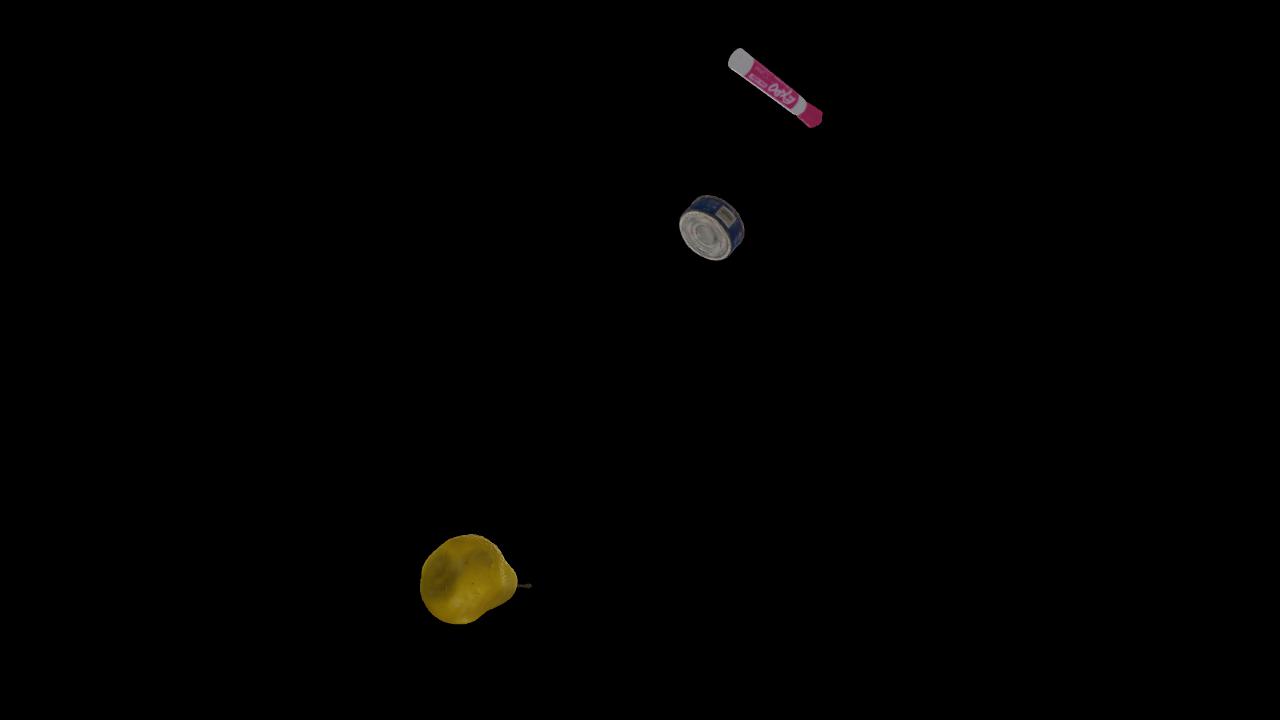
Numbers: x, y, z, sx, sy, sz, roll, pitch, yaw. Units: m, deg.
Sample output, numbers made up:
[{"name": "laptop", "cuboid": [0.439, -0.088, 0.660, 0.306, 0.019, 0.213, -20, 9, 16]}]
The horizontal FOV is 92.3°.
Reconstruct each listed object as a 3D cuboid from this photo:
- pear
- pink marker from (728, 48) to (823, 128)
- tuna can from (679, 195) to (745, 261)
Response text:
[{"name": "pear", "cuboid": [-0.152, 0.211, 0.584, 0.080, 0.080, 0.111, 0, -29, 31]}, {"name": "pink marker", "cuboid": [0.133, -0.256, 0.586, 0.121, 0.020, 0.020, 18, -11, -34]}, {"name": "tuna can", "cuboid": [0.093, -0.172, 0.810, 0.084, 0.084, 0.034, 0, 44, 53]}]
